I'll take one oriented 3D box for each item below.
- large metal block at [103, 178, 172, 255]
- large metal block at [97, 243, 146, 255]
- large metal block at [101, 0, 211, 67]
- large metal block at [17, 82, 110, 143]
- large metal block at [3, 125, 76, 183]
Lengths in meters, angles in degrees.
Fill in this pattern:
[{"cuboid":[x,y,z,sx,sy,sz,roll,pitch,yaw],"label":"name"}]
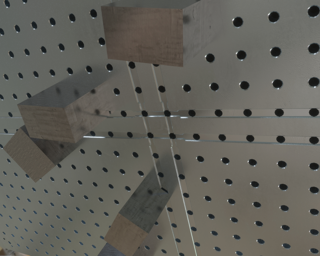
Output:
[{"cuboid":[-0.035,0.139,0.480,0.050,0.080,0.080,33,129,6],"label":"large metal block"},{"cuboid":[-0.079,0.263,0.581,0.080,0.080,0.050,-9,114,32],"label":"large metal block"},{"cuboid":[0.000,-0.102,0.313,0.080,0.080,0.050,11,123,22],"label":"large metal block"},{"cuboid":[-0.130,-0.025,0.430,0.080,0.080,0.050,5,121,26],"label":"large metal block"},{"cuboid":[-0.205,0.035,0.526,0.080,0.050,0.080,50,129,-7],"label":"large metal block"}]
